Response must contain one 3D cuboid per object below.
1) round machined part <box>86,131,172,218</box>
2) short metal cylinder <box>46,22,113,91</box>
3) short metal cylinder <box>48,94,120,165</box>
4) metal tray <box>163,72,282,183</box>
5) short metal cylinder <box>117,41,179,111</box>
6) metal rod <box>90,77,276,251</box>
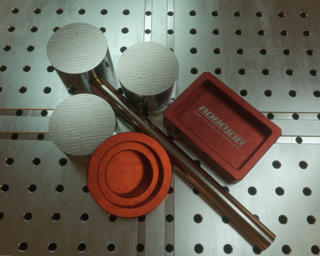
[{"bbox_3d":[-0.039,0.054,0.371,0.099,0.042,0.097,1,85,-18],"label":"round machined part"},{"bbox_3d":[-0.110,-0.099,0.434,0.081,0.050,0.080,0,70,0],"label":"short metal cylinder"},{"bbox_3d":[-0.094,0.003,0.396,0.081,0.050,0.080,0,70,0],"label":"short metal cylinder"},{"bbox_3d":[0.079,-0.003,0.409,0.130,0.030,0.090,42,76,13],"label":"metal tray"},{"bbox_3d":[-0.015,-0.070,0.423,0.081,0.050,0.080,0,70,0],"label":"short metal cylinder"},{"bbox_3d":[0.020,0.037,0.399,0.300,0.025,0.025,42,75,14],"label":"metal rod"}]
